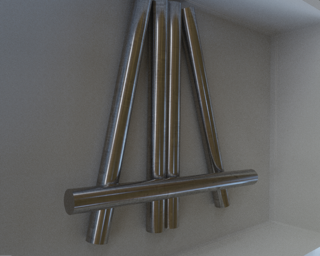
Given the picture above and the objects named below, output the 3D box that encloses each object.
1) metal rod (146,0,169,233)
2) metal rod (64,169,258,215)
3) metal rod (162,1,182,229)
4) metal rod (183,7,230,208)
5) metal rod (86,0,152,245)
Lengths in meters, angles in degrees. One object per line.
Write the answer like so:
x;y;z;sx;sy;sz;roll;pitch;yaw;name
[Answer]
-0.004;-0.017;0.402;0.025;0.025;0.298;1;89;-40;metal rod
0.029;0.074;0.395;0.302;0.025;0.025;2;89;-40;metal rod
0.015;-0.017;0.418;0.025;0.025;0.298;1;89;-40;metal rod
0.067;-0.023;0.461;0.025;0.025;0.298;-20;103;-38;metal rod
-0.046;-0.019;0.366;0.025;0.025;0.299;16;80;-39;metal rod
